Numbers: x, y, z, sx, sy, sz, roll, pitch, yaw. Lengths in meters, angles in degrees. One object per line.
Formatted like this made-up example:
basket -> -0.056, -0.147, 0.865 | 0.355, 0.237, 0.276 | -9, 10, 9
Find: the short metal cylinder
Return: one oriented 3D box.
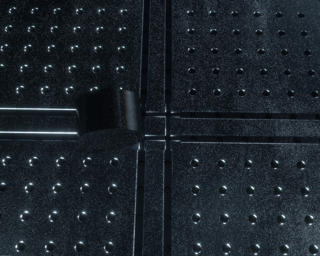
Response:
short metal cylinder -> -0.062, -0.009, 0.385 | 0.081, 0.080, 0.050 | -6, 70, -3
